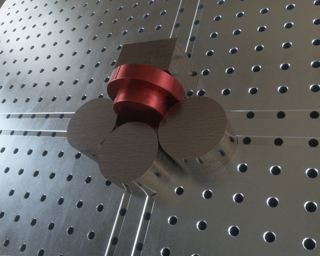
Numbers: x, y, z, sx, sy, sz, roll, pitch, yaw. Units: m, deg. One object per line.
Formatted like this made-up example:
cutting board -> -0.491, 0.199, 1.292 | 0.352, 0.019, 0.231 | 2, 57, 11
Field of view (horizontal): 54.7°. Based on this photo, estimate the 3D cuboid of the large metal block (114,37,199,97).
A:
large metal block -> -0.003, -0.071, 0.417 | 0.080, 0.080, 0.050 | 1, 62, 28

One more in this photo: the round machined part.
round machined part -> -0.021, -0.034, 0.391 | 0.098, 0.098, 0.042 | 2, 62, 29

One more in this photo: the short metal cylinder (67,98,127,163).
short metal cylinder -> -0.081, 0.005, 0.432 | 0.080, 0.050, 0.080 | -13, 56, 21

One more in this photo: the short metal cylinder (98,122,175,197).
short metal cylinder -> -0.028, 0.039, 0.384 | 0.080, 0.050, 0.080 | -13, 56, 21

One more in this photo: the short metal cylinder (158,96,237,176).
short metal cylinder -> 0.045, 0.010, 0.363 | 0.080, 0.050, 0.080 | -13, 56, 21
